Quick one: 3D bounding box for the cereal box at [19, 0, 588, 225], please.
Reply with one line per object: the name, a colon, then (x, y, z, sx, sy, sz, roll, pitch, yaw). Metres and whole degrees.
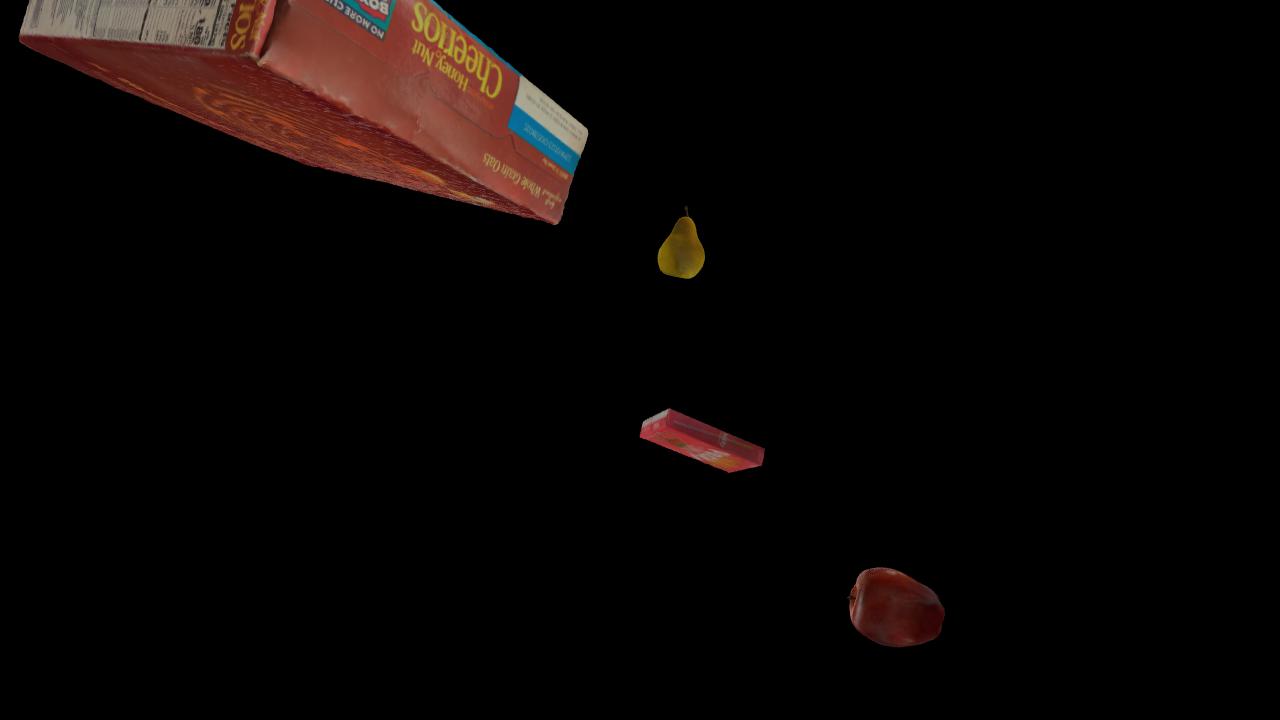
cereal box: (-0.211, -0.178, 0.397, 0.306, 0.081, 0.203, 19, 2, 30)

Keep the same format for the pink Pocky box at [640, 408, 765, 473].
pink Pocky box: (0.085, 0.114, 0.848, 0.155, 0.029, 0.084, 24, -25, -17)

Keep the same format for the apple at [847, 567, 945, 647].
apple: (0.263, 0.259, 0.641, 0.093, 0.079, 0.079, 10, 2, 10)

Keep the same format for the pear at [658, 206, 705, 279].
pear: (0.069, -0.183, 0.954, 0.080, 0.111, 0.080, 11, 9, -2)
